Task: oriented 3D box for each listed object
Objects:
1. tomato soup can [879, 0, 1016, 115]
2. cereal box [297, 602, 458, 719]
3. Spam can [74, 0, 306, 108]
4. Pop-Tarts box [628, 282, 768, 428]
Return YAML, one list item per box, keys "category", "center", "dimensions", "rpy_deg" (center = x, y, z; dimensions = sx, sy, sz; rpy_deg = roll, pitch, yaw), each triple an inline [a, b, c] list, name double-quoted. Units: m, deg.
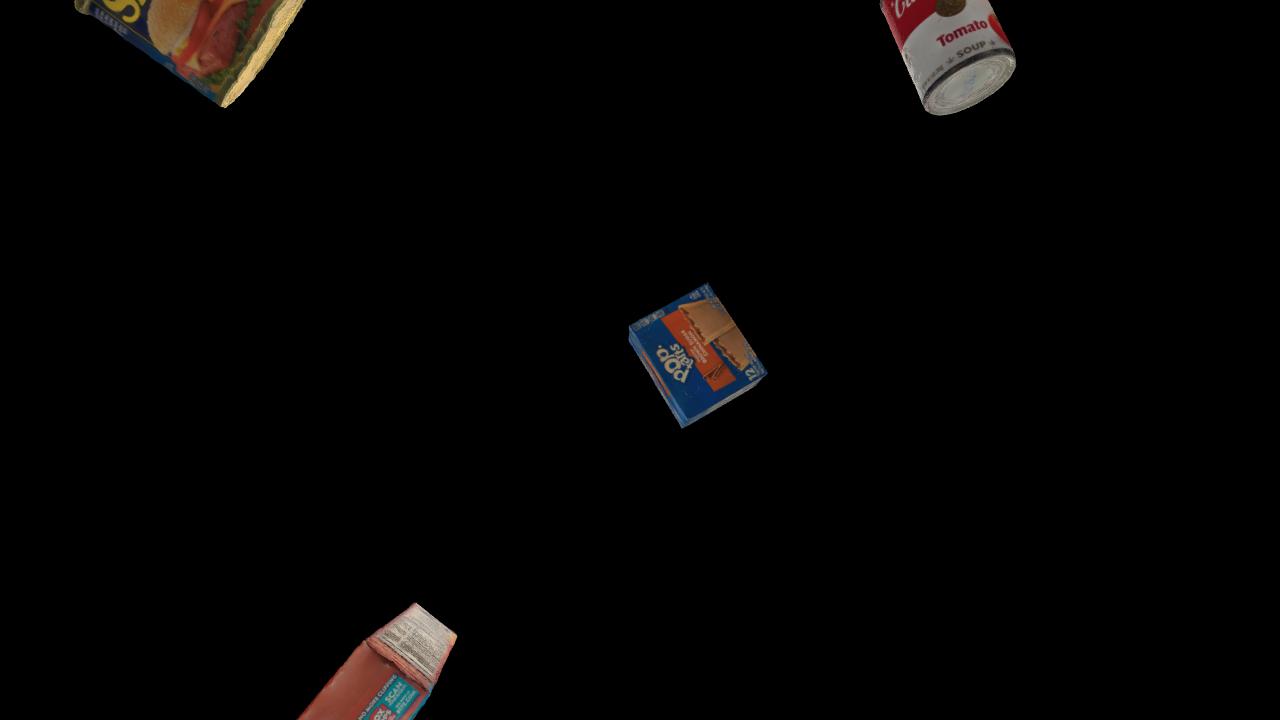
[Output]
- category: "tomato soup can"
  center: [0.236, -0.252, 0.475]
  dimensions: [0.068, 0.101, 0.068]
  rpy_deg: [-14, -13, -3]
- category: "cereal box"
  center: [-0.278, 0.352, 0.586]
  dimensions: [0.081, 0.203, 0.306]
  rpy_deg: [39, -20, 0]
- category: "Spam can"
  center: [-0.275, -0.227, 0.385]
  dimensions: [0.101, 0.058, 0.085]
  rpy_deg: [-40, -58, 21]
- category: "Pop-Tarts box"
  center: [0.083, -0.006, 0.931]
  dimensions: [0.141, 0.167, 0.083]
  rpy_deg: [-29, -14, -8]
